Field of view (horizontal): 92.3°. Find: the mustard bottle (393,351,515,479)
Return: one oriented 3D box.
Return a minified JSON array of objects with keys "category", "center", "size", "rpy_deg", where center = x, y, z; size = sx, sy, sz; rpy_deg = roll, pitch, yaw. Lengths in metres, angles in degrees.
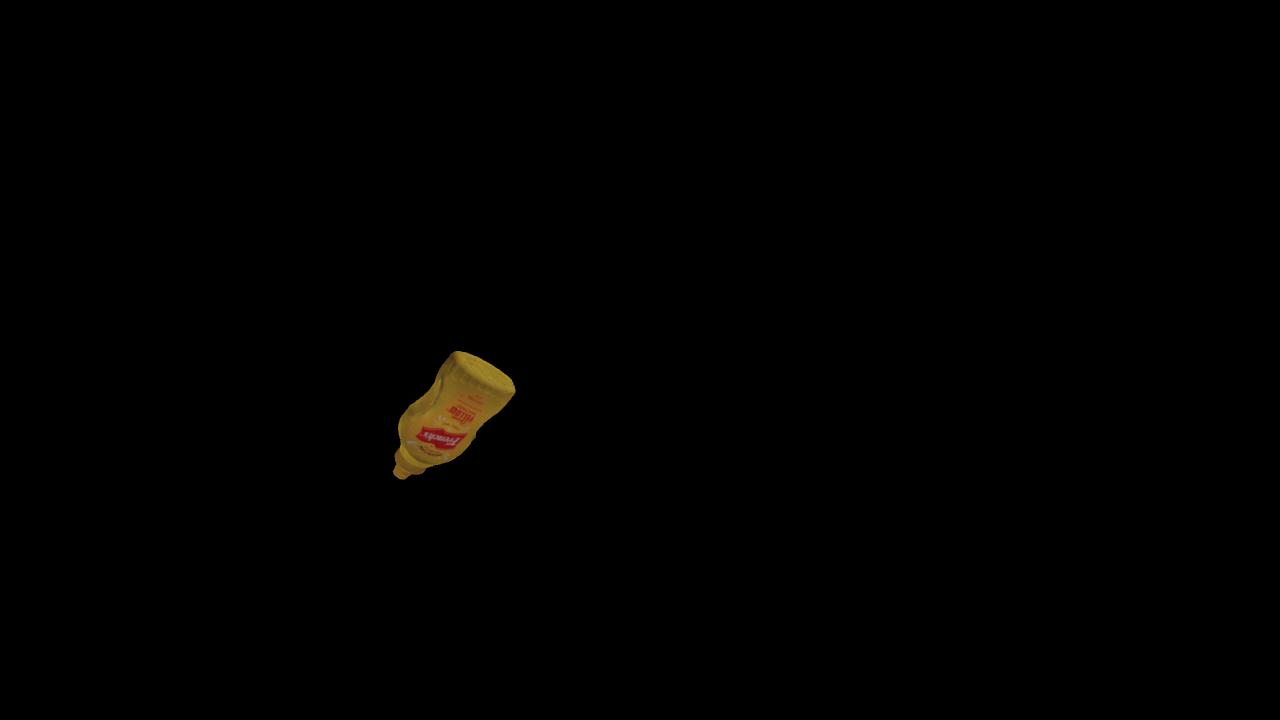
[{"category":"mustard bottle","center":[-0.242,0.078,0.750],"size":[0.092,0.184,0.054],"rpy_deg":[31,16,-42]}]
